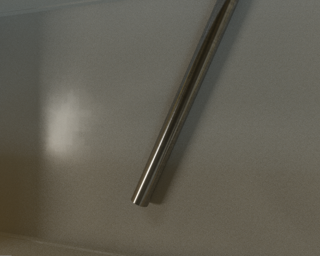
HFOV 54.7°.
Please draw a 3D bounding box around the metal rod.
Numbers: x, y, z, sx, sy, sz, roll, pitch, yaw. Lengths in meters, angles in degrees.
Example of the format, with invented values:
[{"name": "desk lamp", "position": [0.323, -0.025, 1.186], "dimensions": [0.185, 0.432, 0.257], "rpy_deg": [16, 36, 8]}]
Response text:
[{"name": "metal rod", "position": [0.031, -0.035, 0.398], "dimensions": [0.025, 0.025, 0.298], "rpy_deg": [26, 98, 18]}]
